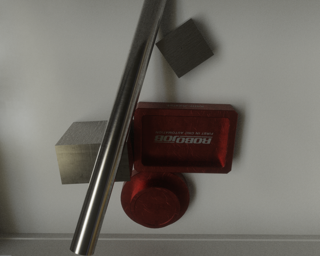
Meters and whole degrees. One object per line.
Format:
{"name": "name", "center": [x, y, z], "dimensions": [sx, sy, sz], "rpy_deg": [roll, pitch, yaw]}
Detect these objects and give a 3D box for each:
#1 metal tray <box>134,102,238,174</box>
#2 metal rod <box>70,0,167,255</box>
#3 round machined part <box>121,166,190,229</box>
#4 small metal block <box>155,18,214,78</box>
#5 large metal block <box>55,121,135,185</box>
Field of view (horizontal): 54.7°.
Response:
{"name": "metal tray", "center": [0.032, 0.014, 0.414], "dimensions": [0.131, 0.030, 0.089], "rpy_deg": [1, 110, -1]}
{"name": "metal rod", "center": [-0.041, -0.017, 0.336], "dimensions": [0.025, 0.025, 0.299], "rpy_deg": [16, 83, -6]}
{"name": "round machined part", "center": [-0.007, 0.102, 0.440], "dimensions": [0.099, 0.042, 0.097], "rpy_deg": [0, 110, -1]}
{"name": "small metal block", "center": [0.029, -0.097, 0.376], "dimensions": [0.050, 0.025, 0.050], "rpy_deg": [-33, 107, 11]}
{"name": "large metal block", "center": [-0.076, 0.027, 0.391], "dimensions": [0.081, 0.080, 0.050], "rpy_deg": [-3, 110, 1]}
